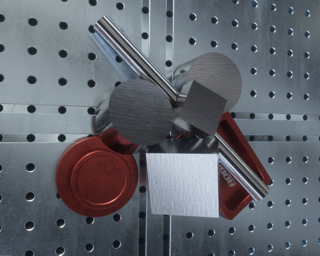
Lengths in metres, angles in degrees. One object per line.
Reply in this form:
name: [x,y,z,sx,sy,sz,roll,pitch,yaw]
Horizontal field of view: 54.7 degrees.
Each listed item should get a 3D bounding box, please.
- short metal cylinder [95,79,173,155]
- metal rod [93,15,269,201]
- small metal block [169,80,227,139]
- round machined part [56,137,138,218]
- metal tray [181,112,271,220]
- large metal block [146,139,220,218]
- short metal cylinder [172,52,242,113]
short metal cylinder: [-0.031,-0.012,0.372,0.081,0.050,0.080,9,70,-26]
metal rod: [0.030,-0.022,0.394,0.300,0.025,0.025,46,75,-5]
small metal block: [0.046,-0.021,0.370,0.050,0.025,0.050,28,73,-18]
round machined part: [-0.073,0.059,0.372,0.099,0.042,0.097,0,90,-20]
metal tray: [0.089,0.052,0.439,0.090,0.030,0.130,-38,102,-16]
large metal block: [0.031,0.059,0.379,0.080,0.050,0.079,0,107,13]
short metal cylinder: [0.062,-0.057,0.419,0.081,0.050,0.079,0,90,-20]
